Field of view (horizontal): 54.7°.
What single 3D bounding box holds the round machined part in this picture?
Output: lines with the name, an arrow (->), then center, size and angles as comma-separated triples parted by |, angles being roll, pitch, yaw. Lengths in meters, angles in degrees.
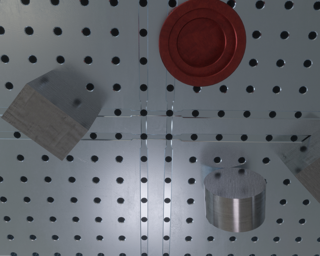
round machined part -> 0.048, -0.101, 0.367 | 0.099, 0.042, 0.097 | 0, 110, 0

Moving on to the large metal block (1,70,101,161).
large metal block -> -0.126, -0.018, 0.376 | 0.080, 0.080, 0.050 | 39, 105, -13

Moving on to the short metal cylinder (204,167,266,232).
short metal cylinder -> 0.101, 0.095, 0.420 | 0.080, 0.080, 0.050 | -5, 110, 2

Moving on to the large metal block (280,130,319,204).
large metal block -> 0.230, 0.054, 0.422 | 0.080, 0.050, 0.080 | -42, 105, 14
